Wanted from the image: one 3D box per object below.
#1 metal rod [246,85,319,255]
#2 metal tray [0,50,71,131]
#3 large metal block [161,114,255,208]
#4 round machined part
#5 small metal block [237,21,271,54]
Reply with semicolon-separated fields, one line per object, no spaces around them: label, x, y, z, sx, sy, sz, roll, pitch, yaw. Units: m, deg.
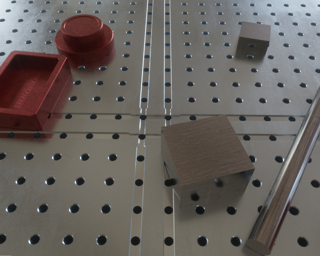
metal rod;0.180;0.023;0.390;0.025;0.025;0.301;27;55;20
metal tray;-0.196;-0.059;0.450;0.091;0.030;0.130;7;50;5
large metal block;0.051;0.036;0.361;0.081;0.050;0.080;-11;51;-10
round machined part;-0.130;-0.157;0.527;0.099;0.042;0.098;0;50;0
small metal block;0.165;-0.160;0.544;0.050;0.025;0.050;12;51;9
